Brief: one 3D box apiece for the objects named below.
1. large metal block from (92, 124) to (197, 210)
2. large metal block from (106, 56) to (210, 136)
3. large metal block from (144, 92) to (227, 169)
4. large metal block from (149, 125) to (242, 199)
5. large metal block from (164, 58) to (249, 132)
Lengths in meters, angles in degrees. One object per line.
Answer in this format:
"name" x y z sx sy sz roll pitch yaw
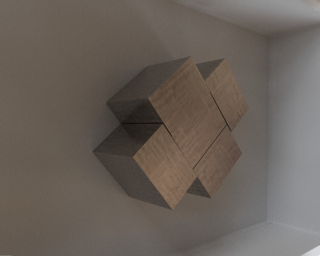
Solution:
"large metal block" -0.018 0.041 0.357 0.050 0.080 0.080 -49 119 -29
"large metal block" -0.002 -0.037 0.369 0.080 0.080 0.050 -48 119 -30
"large metal block" 0.022 0.002 0.391 0.080 0.080 0.050 -48 119 -30
"large metal block" 0.048 0.040 0.412 0.080 0.080 0.050 -48 119 -30
"large metal block" 0.061 -0.042 0.423 0.050 0.080 0.080 -49 119 -29
